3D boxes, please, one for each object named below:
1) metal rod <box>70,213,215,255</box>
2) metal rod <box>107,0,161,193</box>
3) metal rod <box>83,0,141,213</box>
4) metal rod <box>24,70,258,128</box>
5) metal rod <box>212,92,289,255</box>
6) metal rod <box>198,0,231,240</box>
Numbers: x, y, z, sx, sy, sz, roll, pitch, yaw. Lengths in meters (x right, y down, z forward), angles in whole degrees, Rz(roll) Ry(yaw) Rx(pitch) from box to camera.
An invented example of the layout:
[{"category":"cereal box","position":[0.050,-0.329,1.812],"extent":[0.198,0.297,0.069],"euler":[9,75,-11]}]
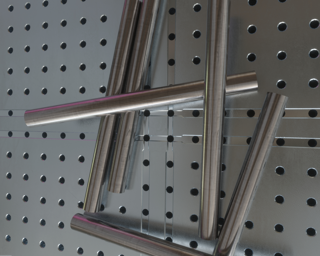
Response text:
[{"category":"metal rod","position":[0.010,0.156,0.390],"extent":[0.300,0.025,0.025],"euler":[8,93,27]},{"category":"metal rod","position":[-0.033,-0.059,0.424],"extent":[0.025,0.025,0.298],"euler":[13,94,19]},{"category":"metal rod","position":[-0.067,-0.028,0.436],"extent":[0.025,0.025,0.298],"euler":[14,95,19]},{"category":"metal rod","position":[-0.032,-0.035,0.398],"extent":[0.301,0.025,0.025],"euler":[-9,87,10]},{"category":"metal rod","position":[0.095,0.103,0.379],"extent":[0.025,0.025,0.298],"euler":[19,96,19]},{"category":"metal rod","position":[0.063,-0.011,0.362],"extent":[0.025,0.025,0.298],"euler":[5,102,20]}]
